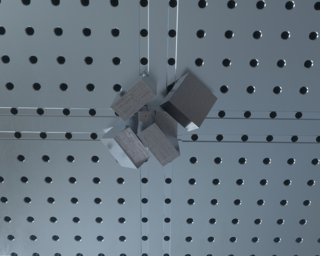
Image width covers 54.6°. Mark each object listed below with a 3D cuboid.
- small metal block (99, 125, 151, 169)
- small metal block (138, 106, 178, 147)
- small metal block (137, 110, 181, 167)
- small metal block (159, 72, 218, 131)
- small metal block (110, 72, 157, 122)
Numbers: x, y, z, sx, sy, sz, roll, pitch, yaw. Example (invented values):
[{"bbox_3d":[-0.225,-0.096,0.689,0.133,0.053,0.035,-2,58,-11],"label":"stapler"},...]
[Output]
[{"bbox_3d":[-0.046,0.025,0.406,0.025,0.050,0.050,-43,109,-25],"label":"small metal block"},{"bbox_3d":[-0.003,-0.002,0.412,0.050,0.025,0.050,0,110,-2],"label":"small metal block"},{"bbox_3d":[-0.001,0.011,0.377,0.025,0.050,0.050,-35,107,11],"label":"small metal block"},{"bbox_3d":[0.036,-0.032,0.387,0.050,0.025,0.050,41,65,-13],"label":"small metal block"},{"bbox_3d":[-0.031,-0.040,0.385,0.050,0.050,0.025,-39,106,13],"label":"small metal block"}]
